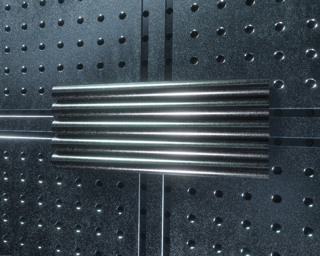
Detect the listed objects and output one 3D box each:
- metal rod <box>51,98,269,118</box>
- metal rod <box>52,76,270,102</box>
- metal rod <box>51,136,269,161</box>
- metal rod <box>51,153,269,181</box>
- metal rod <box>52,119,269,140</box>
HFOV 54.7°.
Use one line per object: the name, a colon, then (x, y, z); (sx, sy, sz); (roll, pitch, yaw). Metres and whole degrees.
metal rod: (-0.013, -0.025, 0.416); (0.301, 0.025, 0.025); (1, 90, 19)
metal rod: (-0.012, -0.050, 0.416); (0.301, 0.025, 0.025); (1, 90, 19)
metal rod: (-0.013, 0.026, 0.416); (0.301, 0.025, 0.025); (1, 90, 19)
metal rod: (-0.013, 0.050, 0.416); (0.301, 0.025, 0.025); (0, 90, 19)
metal rod: (-0.013, 0.001, 0.416); (0.301, 0.025, 0.025); (1, 90, 19)
